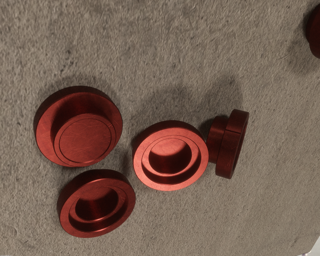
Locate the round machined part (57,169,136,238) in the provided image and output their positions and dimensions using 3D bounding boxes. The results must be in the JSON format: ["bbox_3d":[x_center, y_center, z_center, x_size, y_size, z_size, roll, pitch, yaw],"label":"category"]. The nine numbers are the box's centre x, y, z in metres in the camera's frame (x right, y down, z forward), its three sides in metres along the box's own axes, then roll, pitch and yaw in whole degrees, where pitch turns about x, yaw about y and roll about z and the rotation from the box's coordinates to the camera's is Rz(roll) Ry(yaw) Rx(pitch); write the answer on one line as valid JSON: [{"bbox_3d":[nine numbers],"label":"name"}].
[{"bbox_3d":[-0.085,0.093,0.408,0.099,0.042,0.097,-14,125,-21],"label":"round machined part"}]

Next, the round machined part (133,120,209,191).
[{"bbox_3d":[0.012,0.033,0.413,0.099,0.042,0.097,-4,118,-7],"label":"round machined part"}]

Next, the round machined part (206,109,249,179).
[{"bbox_3d":[0.092,0.020,0.439,0.098,0.042,0.097,15,91,-72],"label":"round machined part"}]

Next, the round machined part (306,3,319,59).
[{"bbox_3d":[0.252,-0.147,0.445,0.099,0.042,0.097,-14,125,-21],"label":"round machined part"}]

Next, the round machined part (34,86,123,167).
[{"bbox_3d":[-0.089,0.005,0.351,0.099,0.042,0.097,-14,125,-21],"label":"round machined part"}]
